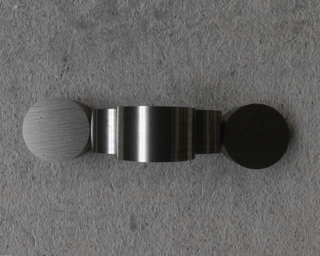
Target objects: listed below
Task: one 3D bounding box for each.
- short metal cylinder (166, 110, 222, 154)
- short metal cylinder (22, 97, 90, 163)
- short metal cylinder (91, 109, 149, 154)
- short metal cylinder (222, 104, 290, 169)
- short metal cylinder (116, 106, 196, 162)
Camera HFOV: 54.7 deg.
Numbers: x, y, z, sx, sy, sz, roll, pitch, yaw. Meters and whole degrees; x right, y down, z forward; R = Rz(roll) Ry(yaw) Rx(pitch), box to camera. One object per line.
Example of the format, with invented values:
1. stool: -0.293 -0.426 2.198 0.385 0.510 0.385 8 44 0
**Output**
1. short metal cylinder: 0.036 0.005 0.384 0.081 0.080 0.050 0 89 0
2. short metal cylinder: -0.125 0.002 0.397 0.081 0.050 0.080 0 90 -1
3. short metal cylinder: -0.044 0.004 0.383 0.081 0.080 0.050 0 90 0
4. short metal cylinder: 0.116 0.010 0.399 0.081 0.050 0.080 0 91 -1
5. short metal cylinder: -0.004 0.005 0.314 0.081 0.080 0.050 1 91 0
